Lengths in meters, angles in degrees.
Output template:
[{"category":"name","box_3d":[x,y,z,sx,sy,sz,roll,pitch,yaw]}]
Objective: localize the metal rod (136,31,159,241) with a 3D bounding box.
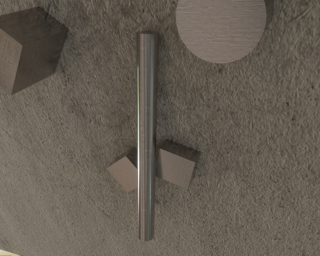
[{"category":"metal rod","box_3d":[-0.018,0.028,0.409,0.025,0.025,0.298,12,117,21]}]

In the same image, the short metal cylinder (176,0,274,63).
[{"category":"short metal cylinder","box_3d":[0.062,-0.107,0.291,0.080,0.050,0.079,13,124,20]}]

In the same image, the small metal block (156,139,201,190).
[{"category":"small metal block","box_3d":[0.024,0.049,0.424,0.050,0.025,0.050,21,126,15]}]

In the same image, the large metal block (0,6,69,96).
[{"category":"large metal block","box_3d":[-0.173,-0.100,0.398,0.050,0.080,0.080,38,129,2]}]

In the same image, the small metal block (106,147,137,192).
[{"category":"small metal block","box_3d":[-0.044,0.064,0.468,0.050,0.025,0.050,-33,100,38]}]
